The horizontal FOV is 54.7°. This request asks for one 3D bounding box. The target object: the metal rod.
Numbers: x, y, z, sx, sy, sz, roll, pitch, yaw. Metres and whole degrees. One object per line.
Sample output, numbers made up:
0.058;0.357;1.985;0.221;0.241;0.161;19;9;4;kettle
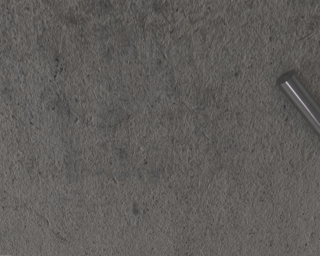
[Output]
0.258;0.041;0.426;0.025;0.025;0.300;-41;106;13;metal rod
